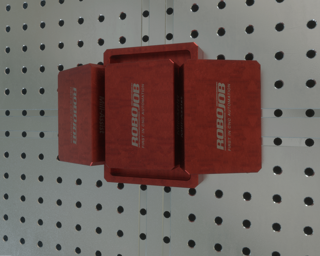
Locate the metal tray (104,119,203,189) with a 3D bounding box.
[{"bbox_3d":[-0.010,0.029,0.413,0.130,0.030,0.089,1,91,19],"label":"metal tray"}]

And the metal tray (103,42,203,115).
[{"bbox_3d":[-0.011,-0.061,0.412,0.130,0.030,0.089,1,91,19],"label":"metal tray"}]

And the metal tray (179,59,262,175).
[{"bbox_3d":[0.070,-0.013,0.365,0.091,0.030,0.129,-1,90,-8],"label":"metal tray"}]

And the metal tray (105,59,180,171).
[{"bbox_3d":[-0.021,-0.015,0.384,0.090,0.030,0.129,0,90,19],"label":"metal tray"}]

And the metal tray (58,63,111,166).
[{"bbox_3d":[-0.106,-0.017,0.427,0.090,0.030,0.129,0,90,45],"label":"metal tray"}]
